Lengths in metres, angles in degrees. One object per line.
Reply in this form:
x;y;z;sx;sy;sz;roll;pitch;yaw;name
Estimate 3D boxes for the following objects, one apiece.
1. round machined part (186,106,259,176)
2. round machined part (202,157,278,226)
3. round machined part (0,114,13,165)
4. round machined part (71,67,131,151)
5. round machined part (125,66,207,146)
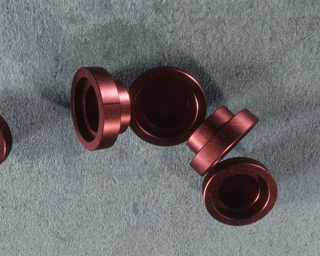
0.071;0.011;0.382;0.042;0.098;0.098;45;106;14;round machined part
0.108;0.083;0.432;0.099;0.042;0.097;0;110;0;round machined part
-0.241;0.010;0.402;0.099;0.042;0.097;0;110;0;round machined part
-0.069;-0.024;0.371;0.042;0.098;0.097;-8;115;-35;round machined part
0.007;-0.030;0.390;0.099;0.042;0.097;0;110;0;round machined part
